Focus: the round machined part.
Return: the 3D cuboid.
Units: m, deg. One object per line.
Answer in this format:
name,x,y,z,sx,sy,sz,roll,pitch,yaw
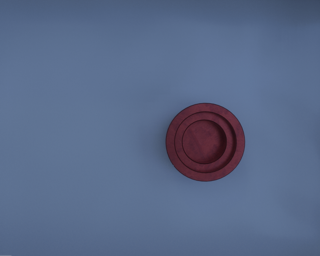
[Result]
round machined part,0.056,0.018,0.403,0.099,0.042,0.097,0,90,0
